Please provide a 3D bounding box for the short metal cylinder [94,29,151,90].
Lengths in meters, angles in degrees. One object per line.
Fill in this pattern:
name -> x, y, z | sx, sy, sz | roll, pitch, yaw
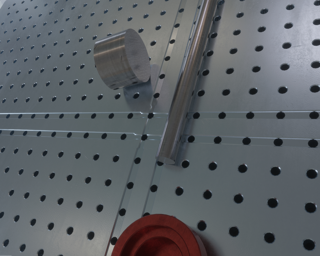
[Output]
short metal cylinder -> -0.055, -0.102, 0.464 | 0.050, 0.080, 0.080 | -12, 57, 22

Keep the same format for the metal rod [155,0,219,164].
metal rod -> 0.046, -0.092, 0.440 | 0.025, 0.025, 0.300 | 3, 63, 29

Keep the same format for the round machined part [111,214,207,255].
round machined part -> 0.002, 0.140, 0.310 | 0.098, 0.042, 0.098 | -13, 56, 21
